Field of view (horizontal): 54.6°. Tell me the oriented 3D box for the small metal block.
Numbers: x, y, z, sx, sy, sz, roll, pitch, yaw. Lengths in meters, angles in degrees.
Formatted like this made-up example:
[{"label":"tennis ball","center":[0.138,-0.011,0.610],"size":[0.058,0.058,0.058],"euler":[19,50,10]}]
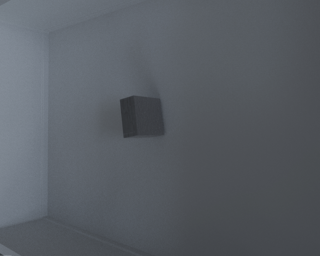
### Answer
[{"label":"small metal block","center":[-0.023,-0.014,0.406],"size":[0.025,0.050,0.050],"euler":[-11,82,40]}]
